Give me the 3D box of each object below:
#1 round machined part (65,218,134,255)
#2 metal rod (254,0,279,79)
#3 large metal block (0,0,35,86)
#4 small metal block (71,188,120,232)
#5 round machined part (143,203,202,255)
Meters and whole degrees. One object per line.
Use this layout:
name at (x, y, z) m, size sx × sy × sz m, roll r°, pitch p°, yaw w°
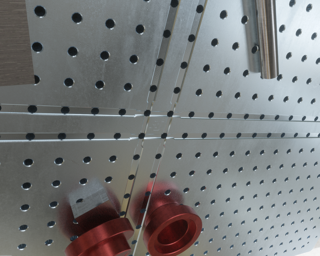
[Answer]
round machined part at (-0.080, 0.172, 0.438) m, size 0.099 × 0.042 × 0.098 m, roll -26°, pitch 154°, yaw -14°
metal rod at (0.118, -0.189, 0.358) m, size 0.025 × 0.025 × 0.299 m, roll -28°, pitch 128°, yaw -10°
large metal block at (-0.155, -0.080, 0.260) m, size 0.081 × 0.050 × 0.079 m, roll -9°, pitch 122°, yaw -24°
small metal block at (-0.089, 0.121, 0.437) m, size 0.050 × 0.025 × 0.050 m, roll -28°, pitch 128°, yaw -11°
round machined part at (0.017, 0.164, 0.511) m, size 0.099 × 0.042 × 0.097 m, roll -14°, pitch 124°, yaw -21°
